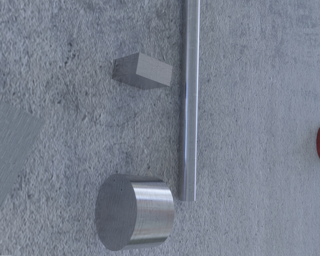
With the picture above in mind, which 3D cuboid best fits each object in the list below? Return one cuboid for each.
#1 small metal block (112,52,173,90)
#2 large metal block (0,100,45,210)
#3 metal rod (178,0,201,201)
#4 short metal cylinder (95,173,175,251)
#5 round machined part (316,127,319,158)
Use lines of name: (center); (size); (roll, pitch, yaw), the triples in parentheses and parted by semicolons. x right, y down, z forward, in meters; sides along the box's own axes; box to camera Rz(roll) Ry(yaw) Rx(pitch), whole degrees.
small metal block: (-0.022, -0.066, 0.372); (0.050, 0.050, 0.025); (14, 81, -40)
large metal block: (-0.158, 0.013, 0.256); (0.080, 0.050, 0.080); (32, 70, -36)
metal rod: (0.042, -0.048, 0.442); (0.025, 0.025, 0.298); (2, 89, -40)
short metal cylinder: (-0.030, 0.093, 0.346); (0.050, 0.080, 0.080); (13, 82, -40)
round machined part: (0.425, 0.036, 0.755); (0.099, 0.042, 0.097); (0, 90, -40)
